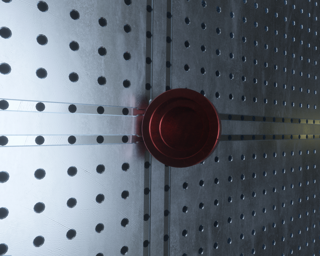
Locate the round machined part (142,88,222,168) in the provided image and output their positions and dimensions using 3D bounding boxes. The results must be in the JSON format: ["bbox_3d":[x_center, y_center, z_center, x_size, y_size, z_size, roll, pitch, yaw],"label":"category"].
[{"bbox_3d":[0.030,0.001,0.398,0.042,0.098,0.098,8,84,-71],"label":"round machined part"}]
